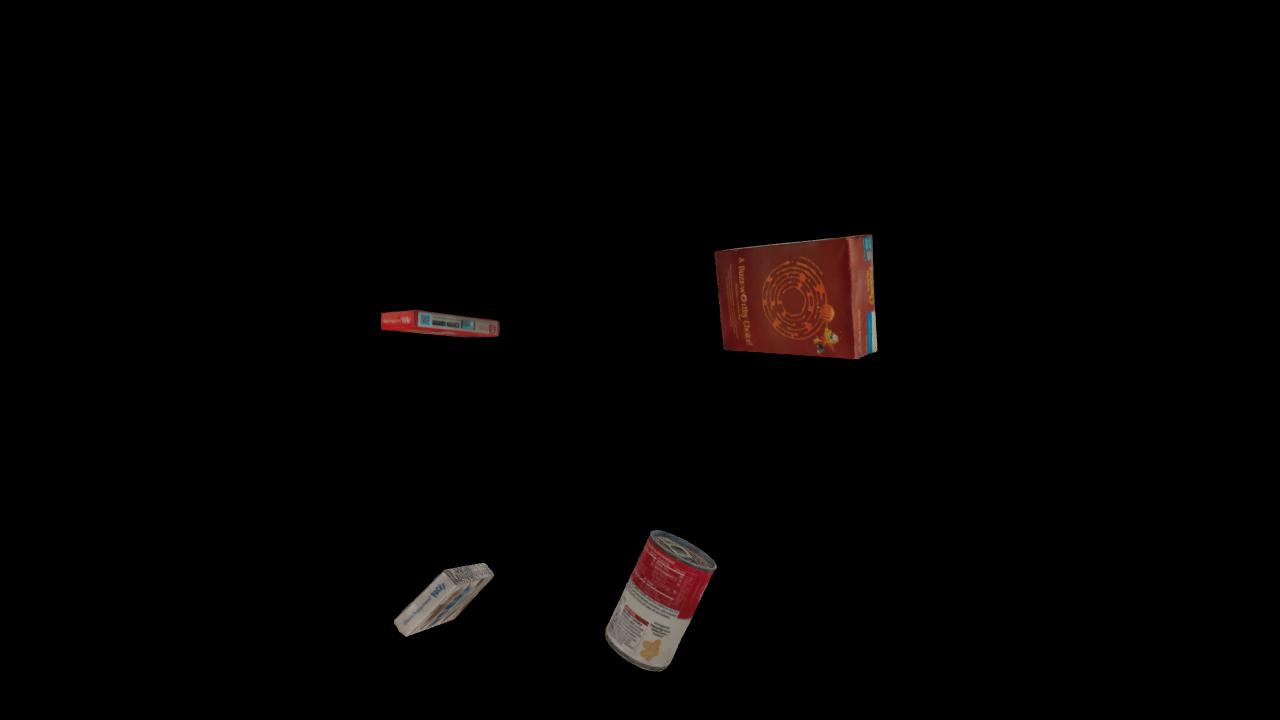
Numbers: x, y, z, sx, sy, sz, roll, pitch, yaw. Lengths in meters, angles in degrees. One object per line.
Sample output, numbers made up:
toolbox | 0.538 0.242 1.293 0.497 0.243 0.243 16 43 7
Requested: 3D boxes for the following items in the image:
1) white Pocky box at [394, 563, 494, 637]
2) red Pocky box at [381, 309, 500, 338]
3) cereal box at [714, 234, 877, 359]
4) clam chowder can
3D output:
white Pocky box | -0.246 0.304 0.793 0.028 0.084 0.154 42 -8 14
red Pocky box | -0.296 -0.052 0.921 0.083 0.028 0.155 1 -2 36
cereal box | 0.277 -0.113 1.127 0.081 0.203 0.306 -15 13 -38
clam chowder can | 0.018 0.218 0.561 0.068 0.102 0.068 26 -1 0
